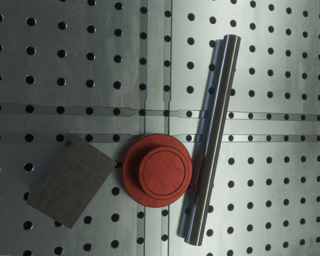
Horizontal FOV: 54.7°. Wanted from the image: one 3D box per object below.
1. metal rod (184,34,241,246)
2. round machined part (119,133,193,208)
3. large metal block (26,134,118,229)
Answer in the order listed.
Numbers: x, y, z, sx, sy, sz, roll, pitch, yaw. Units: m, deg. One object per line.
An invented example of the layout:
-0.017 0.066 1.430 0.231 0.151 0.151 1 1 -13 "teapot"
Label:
0.076 0.014 0.442 0.025 0.025 0.298 13 86 -20 "metal rod"
-0.001 0.056 0.404 0.099 0.042 0.097 0 90 -21 "round machined part"
-0.100 0.054 0.347 0.050 0.080 0.080 38 78 -17 "large metal block"
